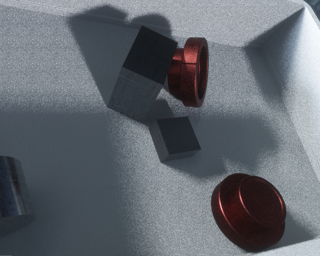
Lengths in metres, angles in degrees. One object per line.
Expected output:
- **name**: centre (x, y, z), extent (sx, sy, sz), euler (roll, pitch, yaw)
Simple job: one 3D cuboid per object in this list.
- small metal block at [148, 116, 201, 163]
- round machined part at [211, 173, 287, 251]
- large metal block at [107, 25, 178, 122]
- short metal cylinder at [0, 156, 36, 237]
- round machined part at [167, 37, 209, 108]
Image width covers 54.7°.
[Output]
- **small metal block**: centre (0.019, 0.014, 0.409), extent (0.050, 0.025, 0.050), euler (-7, 65, -32)
- **round machined part**: centre (0.118, 0.100, 0.391), extent (0.099, 0.042, 0.098), euler (15, 48, -17)
- **large metal block**: centre (-0.023, -0.068, 0.398), extent (0.050, 0.080, 0.080), euler (23, 53, -8)
- **short metal cylinder**: centre (-0.150, 0.063, 0.252), extent (0.081, 0.080, 0.050), euler (-11, 68, -33)
- **round machined part**: centre (0.040, -0.079, 0.443), extent (0.042, 0.098, 0.098), euler (6, 51, 17)
